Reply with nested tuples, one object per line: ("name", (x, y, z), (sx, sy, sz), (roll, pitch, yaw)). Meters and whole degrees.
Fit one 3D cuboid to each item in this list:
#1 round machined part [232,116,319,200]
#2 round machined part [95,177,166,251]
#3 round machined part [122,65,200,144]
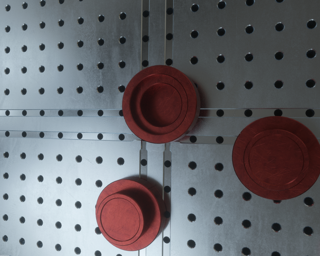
("round machined part", (0.133, 0.035, 0.357), (0.098, 0.042, 0.097), (0, 90, 19))
("round machined part", (-0.045, 0.118, 0.418), (0.098, 0.042, 0.097), (0, 90, 19))
("round machined part", (0.004, -0.029, 0.401), (0.098, 0.042, 0.097), (0, 90, 19))
